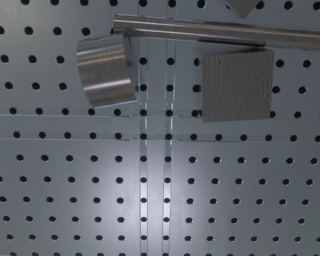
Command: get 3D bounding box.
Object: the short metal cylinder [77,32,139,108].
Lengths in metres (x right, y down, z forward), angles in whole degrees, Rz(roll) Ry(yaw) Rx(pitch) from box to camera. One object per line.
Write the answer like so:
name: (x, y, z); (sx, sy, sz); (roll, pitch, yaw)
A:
short metal cylinder: (-0.057, -0.066, 0.359); (0.050, 0.080, 0.079); (-10, 110, 3)

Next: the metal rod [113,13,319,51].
metal rod: (0.097, -0.113, 0.372); (0.302, 0.025, 0.025); (4, 110, -2)

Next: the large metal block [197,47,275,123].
large metal block: (0.089, -0.055, 0.381); (0.081, 0.050, 0.079); (-3, 110, 1)

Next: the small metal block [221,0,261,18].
small metal block: (0.094, -0.163, 0.354); (0.050, 0.025, 0.050); (37, 106, -13)
